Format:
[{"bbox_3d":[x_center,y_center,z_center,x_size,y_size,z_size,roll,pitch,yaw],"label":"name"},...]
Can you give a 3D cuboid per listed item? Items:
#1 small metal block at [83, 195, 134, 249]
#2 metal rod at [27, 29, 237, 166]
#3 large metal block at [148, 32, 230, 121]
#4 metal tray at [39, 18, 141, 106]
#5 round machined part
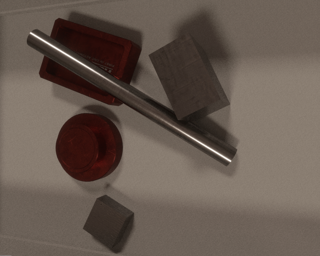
[{"bbox_3d":[-0.072,0.130,0.435,0.050,0.025,0.050,28,99,17],"label":"small metal block"},{"bbox_3d":[-0.040,-0.042,0.395,0.301,0.025,0.025,31,100,6],"label":"metal rod"},{"bbox_3d":[0.038,-0.055,0.367,0.050,0.080,0.080,-26,82,18],"label":"large metal block"},{"bbox_3d":[-0.102,-0.094,0.442,0.130,0.030,0.089,22,97,18],"label":"metal tray"},{"bbox_3d":[-0.106,0.027,0.438,0.098,0.042,0.097,0,90,19],"label":"round machined part"}]
